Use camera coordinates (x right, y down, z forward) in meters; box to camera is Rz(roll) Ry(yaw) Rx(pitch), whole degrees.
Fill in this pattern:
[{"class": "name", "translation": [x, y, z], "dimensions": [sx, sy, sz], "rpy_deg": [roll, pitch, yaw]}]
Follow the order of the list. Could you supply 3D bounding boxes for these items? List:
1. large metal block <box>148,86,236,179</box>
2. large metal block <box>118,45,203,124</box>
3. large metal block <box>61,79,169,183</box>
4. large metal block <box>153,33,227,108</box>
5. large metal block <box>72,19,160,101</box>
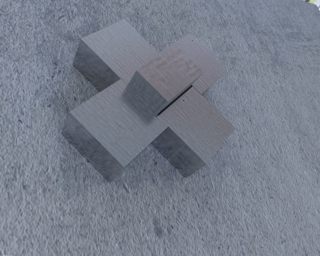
[{"class": "large metal block", "translation": [0.039, 0.005, 0.408], "dimensions": [0.080, 0.050, 0.080], "rpy_deg": [45, 51, 3]}, {"class": "large metal block", "translation": [-0.002, -0.049, 0.400], "dimensions": [0.050, 0.080, 0.080], "rpy_deg": [45, 51, 3]}, {"class": "large metal block", "translation": [-0.052, 0.002, 0.360], "dimensions": [0.080, 0.050, 0.080], "rpy_deg": [45, 51, 3]}, {"class": "large metal block", "translation": [0.039, -0.083, 0.462], "dimensions": [0.080, 0.050, 0.080], "rpy_deg": [45, 51, 3]}, {"class": "large metal block", "translation": [-0.054, -0.088, 0.414], "dimensions": [0.080, 0.050, 0.080], "rpy_deg": [45, 51, 3]}]
